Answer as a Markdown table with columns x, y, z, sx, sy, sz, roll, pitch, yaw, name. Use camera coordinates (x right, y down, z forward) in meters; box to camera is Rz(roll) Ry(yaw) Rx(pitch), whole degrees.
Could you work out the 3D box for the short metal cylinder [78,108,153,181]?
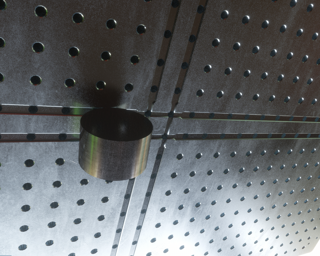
| x | y | z | sx | sy | sz | roll | pitch | yaw | name |
| --- | --- | --- | --- | --- | --- | --- | --- | --- | --- |
| -0.051 | 0.016 | 0.357 | 0.081 | 0.080 | 0.050 | -4 | 120 | -26 | short metal cylinder |
